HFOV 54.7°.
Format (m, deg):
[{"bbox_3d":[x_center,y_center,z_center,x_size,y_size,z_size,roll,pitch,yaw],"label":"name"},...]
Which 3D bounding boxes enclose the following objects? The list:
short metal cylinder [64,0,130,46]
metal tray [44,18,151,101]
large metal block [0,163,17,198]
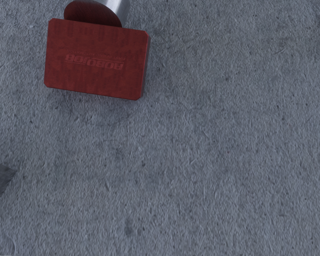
[{"bbox_3d":[-0.087,-0.162,0.433,0.080,0.080,0.050,9,61,3],"label":"short metal cylinder"},{"bbox_3d":[-0.083,-0.091,0.416,0.131,0.030,0.089,9,100,2],"label":"metal tray"},{"bbox_3d":[-0.238,0.066,0.368,0.080,0.050,0.080,23,71,7],"label":"large metal block"}]
